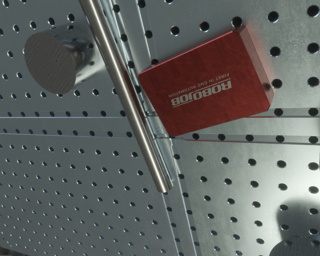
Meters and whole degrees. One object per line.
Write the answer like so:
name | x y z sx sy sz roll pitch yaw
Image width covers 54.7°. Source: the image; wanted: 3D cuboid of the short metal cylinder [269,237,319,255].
short metal cylinder | 0.185 0.187 0.394 0.080 0.080 0.050 -7 115 31

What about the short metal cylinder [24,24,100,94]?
short metal cylinder | -0.128 -0.091 0.406 0.080 0.050 0.079 13 124 21

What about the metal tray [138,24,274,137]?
metal tray | 0.049 -0.047 0.353 0.130 0.030 0.090 -17 110 35

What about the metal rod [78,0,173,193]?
metal rod | -0.041 -0.041 0.407 0.025 0.025 0.299 -7 115 31
